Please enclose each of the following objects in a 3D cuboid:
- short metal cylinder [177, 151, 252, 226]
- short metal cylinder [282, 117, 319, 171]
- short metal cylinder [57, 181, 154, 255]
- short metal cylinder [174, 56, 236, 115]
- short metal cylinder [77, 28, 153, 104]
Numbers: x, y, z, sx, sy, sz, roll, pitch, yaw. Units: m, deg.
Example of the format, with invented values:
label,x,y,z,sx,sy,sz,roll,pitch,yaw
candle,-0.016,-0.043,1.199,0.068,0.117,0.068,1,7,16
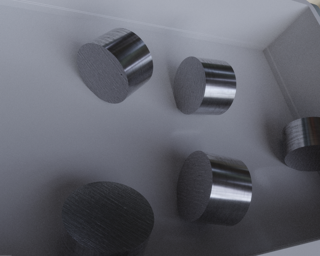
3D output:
label,x,y,z,sx,sy,sz,roll,pitch,yaw
short metal cylinder,0.060,0.070,0.360,0.050,0.080,0.080,14,56,-21
short metal cylinder,0.234,0.027,0.480,0.080,0.080,0.050,21,54,-16
short metal cylinder,-0.050,0.095,0.284,0.081,0.050,0.080,12,30,-7
short metal cylinder,0.061,-0.058,0.439,0.050,0.080,0.080,0,62,-28
short metal cylinder,-0.056,-0.077,0.387,0.080,0.080,0.050,43,51,1
